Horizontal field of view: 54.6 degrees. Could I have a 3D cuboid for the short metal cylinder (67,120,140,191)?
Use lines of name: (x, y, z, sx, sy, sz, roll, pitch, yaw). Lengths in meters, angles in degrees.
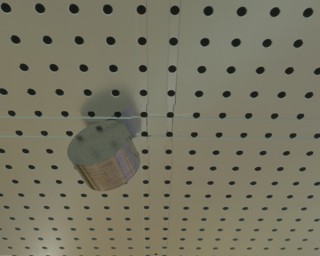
short metal cylinder: (-0.072, 0.035, 0.404, 0.080, 0.080, 0.050, -12, 129, 10)
